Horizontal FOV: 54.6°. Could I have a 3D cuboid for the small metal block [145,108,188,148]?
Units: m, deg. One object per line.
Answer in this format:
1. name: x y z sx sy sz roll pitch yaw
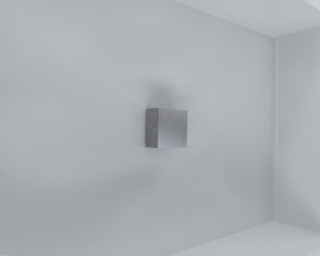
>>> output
1. small metal block: 0.009 0.000 0.408 0.050 0.025 0.050 2 89 -40
